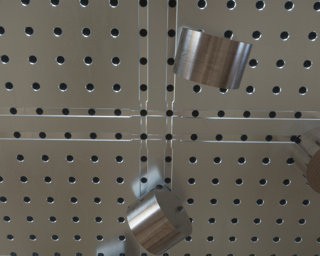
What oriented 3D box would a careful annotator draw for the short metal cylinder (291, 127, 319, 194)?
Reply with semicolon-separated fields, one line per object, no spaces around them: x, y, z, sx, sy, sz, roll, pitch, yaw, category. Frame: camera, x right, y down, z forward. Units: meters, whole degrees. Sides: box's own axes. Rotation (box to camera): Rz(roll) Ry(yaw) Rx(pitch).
0.227;0.044;0.418;0.081;0.050;0.079;0;110;0;short metal cylinder

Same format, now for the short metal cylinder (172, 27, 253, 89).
0.059;-0.081;0.355;0.081;0.080;0.050;12;110;-5;short metal cylinder

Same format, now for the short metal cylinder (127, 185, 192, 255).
0.000;0.126;0.431;0.050;0.080;0.080;-39;106;13;short metal cylinder
